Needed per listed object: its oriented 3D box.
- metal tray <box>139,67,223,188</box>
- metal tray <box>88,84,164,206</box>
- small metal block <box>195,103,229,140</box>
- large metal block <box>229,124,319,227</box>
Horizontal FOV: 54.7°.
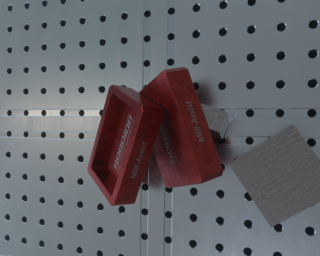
[{"bbox_3d":[0.019,0.004,0.375,0.090,0.030,0.129,-30,77,61],"label":"metal tray"},{"bbox_3d":[-0.048,0.020,0.393,0.090,0.030,0.129,37,114,49],"label":"metal tray"},{"bbox_3d":[0.055,-0.010,0.378,0.050,0.050,0.025,20,84,18],"label":"small metal block"},{"bbox_3d":[0.138,0.051,0.351,0.080,0.050,0.080,-35,79,16],"label":"large metal block"}]
